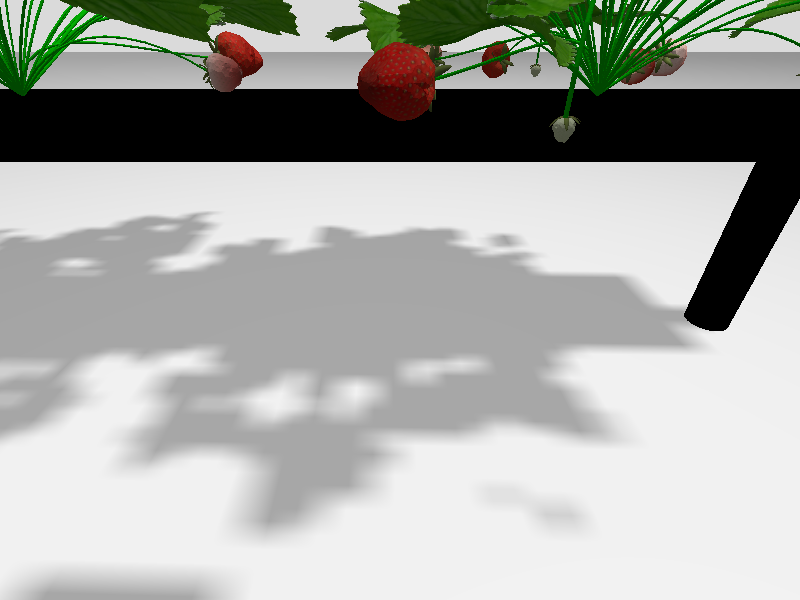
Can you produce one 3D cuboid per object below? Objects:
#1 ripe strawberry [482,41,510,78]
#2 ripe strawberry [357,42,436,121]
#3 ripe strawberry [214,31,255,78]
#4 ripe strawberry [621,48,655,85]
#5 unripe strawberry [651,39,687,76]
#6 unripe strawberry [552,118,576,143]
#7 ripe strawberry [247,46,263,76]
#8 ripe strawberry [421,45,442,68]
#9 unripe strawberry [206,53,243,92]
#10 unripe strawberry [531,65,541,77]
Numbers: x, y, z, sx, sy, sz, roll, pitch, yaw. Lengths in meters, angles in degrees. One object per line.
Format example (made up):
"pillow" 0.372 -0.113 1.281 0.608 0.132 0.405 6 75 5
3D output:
"ripe strawberry" 0.104 -0.265 0.442 0.031 0.035 0.033 -10 33 -14
"ripe strawberry" -0.003 -0.108 0.200 0.035 0.035 0.039 -24 40 -31
"ripe strawberry" -0.172 -0.257 0.422 0.038 0.043 0.041 25 40 33
"ripe strawberry" 0.222 -0.219 0.376 0.033 0.030 0.030 23 39 31
"unripe strawberry" 0.299 -0.273 0.451 0.041 0.036 0.041 24 31 32
"unripe strawberry" 0.067 -0.070 0.165 0.009 0.010 0.010 15 36 22
"ripe strawberry" -0.175 -0.275 0.459 0.037 0.033 0.034 19 27 27
"ripe strawberry" 0.027 -0.277 0.459 0.040 0.034 0.040 -21 38 -28
"unripe strawberry" -0.140 -0.182 0.321 0.026 0.027 0.024 -2 33 -7
"unripe strawberry" 0.161 -0.271 0.475 0.011 0.012 0.012 1 33 2
